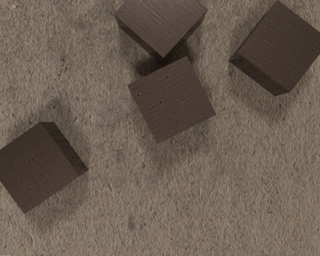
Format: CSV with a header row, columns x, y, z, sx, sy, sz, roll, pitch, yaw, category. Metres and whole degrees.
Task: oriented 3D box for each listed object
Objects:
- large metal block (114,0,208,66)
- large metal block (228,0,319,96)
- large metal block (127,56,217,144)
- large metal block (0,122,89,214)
x,y,z,sx,sy,sz,roll,pitch,yaw,category
0.001,-0.141,0.397,0.080,0.050,0.080,42,90,-1,large metal block
0.150,-0.099,0.399,0.080,0.050,0.080,37,90,-1,large metal block
0.014,-0.034,0.398,0.080,0.050,0.080,-27,90,0,large metal block
-0.153,0.048,0.396,0.080,0.050,0.080,-36,90,0,large metal block
